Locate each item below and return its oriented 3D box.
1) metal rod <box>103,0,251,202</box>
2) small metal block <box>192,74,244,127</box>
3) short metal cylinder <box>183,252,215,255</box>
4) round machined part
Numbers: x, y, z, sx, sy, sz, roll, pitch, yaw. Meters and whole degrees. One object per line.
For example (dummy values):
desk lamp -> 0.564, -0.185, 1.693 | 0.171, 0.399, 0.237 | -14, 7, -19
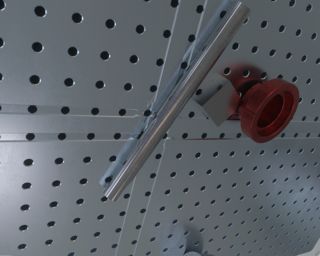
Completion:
metal rod -> 0.016, -0.026, 0.403 | 0.025, 0.025, 0.299 | 26, 104, -37
small metal block -> 0.082, -0.038, 0.432 | 0.050, 0.025, 0.050 | -43, 129, 2
short metal cylinder -> 0.077, 0.281, 0.592 | 0.050, 0.080, 0.080 | 26, 104, -37
round machined part -> 0.156, -0.029, 0.461 | 0.099, 0.042, 0.097 | -20, 131, -26
